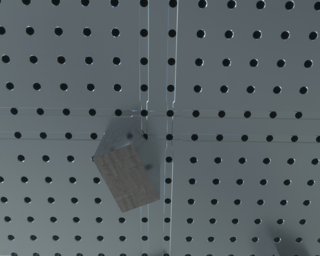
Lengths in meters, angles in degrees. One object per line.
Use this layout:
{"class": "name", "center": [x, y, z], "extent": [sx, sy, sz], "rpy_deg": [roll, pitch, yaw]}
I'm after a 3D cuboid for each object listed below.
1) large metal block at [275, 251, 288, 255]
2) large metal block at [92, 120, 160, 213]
{"class": "large metal block", "center": [0.216, 0.251, 0.478], "extent": [0.080, 0.080, 0.050], "rpy_deg": [24, 108, -9]}
{"class": "large metal block", "center": [-0.039, 0.047, 0.401], "extent": [0.050, 0.080, 0.080], "rpy_deg": [-21, 109, 8]}
